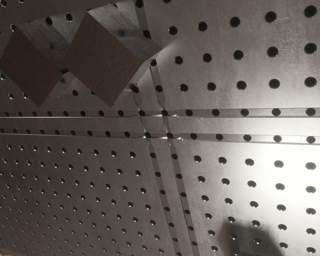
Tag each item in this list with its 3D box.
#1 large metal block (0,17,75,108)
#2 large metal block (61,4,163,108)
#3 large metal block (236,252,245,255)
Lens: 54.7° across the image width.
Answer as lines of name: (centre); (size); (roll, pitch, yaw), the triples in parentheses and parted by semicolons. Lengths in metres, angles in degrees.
large metal block: (-0.161, -0.088, 0.423); (0.080, 0.050, 0.080); (47, 129, -5)
large metal block: (-0.059, -0.086, 0.371); (0.080, 0.050, 0.080); (42, 129, -2)
large metal block: (0.118, 0.244, 0.447); (0.080, 0.081, 0.050); (36, 133, 34)
